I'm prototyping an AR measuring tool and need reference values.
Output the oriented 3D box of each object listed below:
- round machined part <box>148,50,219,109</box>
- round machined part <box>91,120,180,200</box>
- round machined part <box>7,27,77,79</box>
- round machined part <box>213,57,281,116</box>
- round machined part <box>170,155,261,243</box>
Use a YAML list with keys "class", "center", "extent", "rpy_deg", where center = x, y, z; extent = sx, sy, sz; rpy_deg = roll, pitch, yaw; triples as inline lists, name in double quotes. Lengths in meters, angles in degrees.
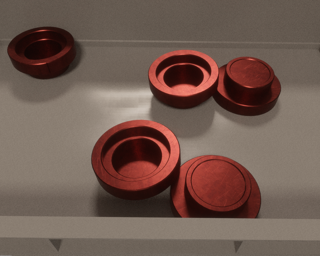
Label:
- class: "round machined part"
  center: [0.034, -0.066, 0.446]
  extent: [0.099, 0.042, 0.098]
  rpy_deg: [-3, 51, 4]
- class: "round machined part"
  center: [-0.025, 0.040, 0.357]
  extent: [0.099, 0.042, 0.098]
  rpy_deg: [-3, 48, 3]
- class: "round machined part"
  center: [-0.181, -0.114, 0.488]
  extent: [0.099, 0.042, 0.098]
  rpy_deg: [0, 50, 0]
- class: "round machined part"
  center: [0.127, -0.067, 0.452]
  extent: [0.099, 0.042, 0.098]
  rpy_deg: [0, 50, 0]
- class: "round machined part"
  center: [0.061, 0.069, 0.337]
  extent: [0.099, 0.042, 0.098]
  rpy_deg: [1, 50, 0]
